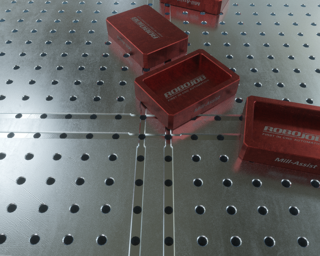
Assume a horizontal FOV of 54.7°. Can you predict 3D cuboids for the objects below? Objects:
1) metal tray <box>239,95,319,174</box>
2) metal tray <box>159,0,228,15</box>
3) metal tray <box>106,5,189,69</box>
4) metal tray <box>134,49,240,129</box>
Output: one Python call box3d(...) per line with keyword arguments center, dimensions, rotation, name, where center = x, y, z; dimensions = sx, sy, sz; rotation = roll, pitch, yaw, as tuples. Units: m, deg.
box3d(center=(0.173, 0.008, 0.399), dimensions=(0.131, 0.030, 0.090), rotation=(10, 51, 8), name="metal tray")
box3d(center=(0.075, -0.283, 0.642), dimensions=(0.130, 0.030, 0.090), rotation=(18, 52, 14), name="metal tray")
box3d(center=(-0.024, -0.164, 0.542), dimensions=(0.091, 0.030, 0.130), rotation=(-28, 56, -22), name="metal tray")
box3d(center=(0.040, -0.062, 0.456), dimensions=(0.131, 0.030, 0.090), rotation=(-29, 56, -23), name="metal tray")
